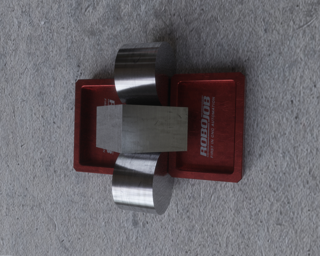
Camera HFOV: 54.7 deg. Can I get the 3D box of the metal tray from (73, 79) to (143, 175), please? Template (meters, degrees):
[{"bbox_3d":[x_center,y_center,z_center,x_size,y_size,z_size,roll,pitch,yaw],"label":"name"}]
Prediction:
[{"bbox_3d":[-0.073,-0.002,0.434,0.090,0.030,0.129,2,91,19],"label":"metal tray"}]

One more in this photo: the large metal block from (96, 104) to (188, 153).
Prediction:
[{"bbox_3d":[-0.023,0.000,0.367,0.080,0.081,0.050,3,93,60],"label":"large metal block"}]

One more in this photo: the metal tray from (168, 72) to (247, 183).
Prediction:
[{"bbox_3d":[0.059,-0.002,0.387,0.090,0.030,0.129,2,91,19],"label":"metal tray"}]

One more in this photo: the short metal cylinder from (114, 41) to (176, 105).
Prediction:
[{"bbox_3d":[-0.015,-0.065,0.386,0.050,0.080,0.079,2,91,20],"label":"short metal cylinder"}]

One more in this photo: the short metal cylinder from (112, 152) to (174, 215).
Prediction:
[{"bbox_3d":[-0.018,0.065,0.387,0.050,0.080,0.079,2,91,20],"label":"short metal cylinder"}]
